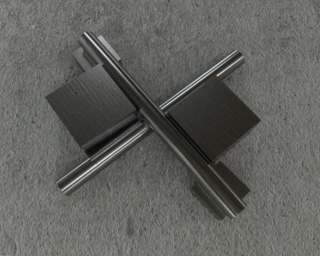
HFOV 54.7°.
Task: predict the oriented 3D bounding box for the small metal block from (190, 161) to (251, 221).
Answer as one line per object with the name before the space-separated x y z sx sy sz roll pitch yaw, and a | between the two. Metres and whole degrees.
small metal block | 0.073 0.078 0.382 0.050 0.025 0.050 -41 75 -14

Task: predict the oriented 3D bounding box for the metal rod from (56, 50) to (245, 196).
metal rod | -0.004 -0.014 0.415 0.301 0.025 0.025 -37 74 -13

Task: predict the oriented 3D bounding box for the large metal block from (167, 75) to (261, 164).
large metal block | 0.066 -0.006 0.399 0.080 0.050 0.080 -37 74 -13

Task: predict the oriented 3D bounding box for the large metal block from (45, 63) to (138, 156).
large metal block | -0.085 -0.022 0.402 0.080 0.050 0.080 -35 74 -12

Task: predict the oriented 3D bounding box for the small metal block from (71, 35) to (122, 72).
small metal block | -0.089 -0.097 0.445 0.050 0.025 0.050 -36 74 -12

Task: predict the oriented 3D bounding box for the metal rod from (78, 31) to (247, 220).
metal rod | -0.007 -0.014 0.387 0.025 0.025 0.300 -38 75 -13
